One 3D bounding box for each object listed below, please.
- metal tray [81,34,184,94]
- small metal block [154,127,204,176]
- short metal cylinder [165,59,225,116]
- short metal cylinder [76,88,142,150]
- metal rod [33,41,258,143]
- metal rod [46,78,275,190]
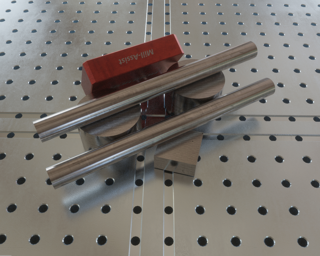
[{"bbox_3d":[-0.041,-0.081,0.431,0.131,0.090,0.030,-23,86,-19],"label":"metal tray"},{"bbox_3d":[0.024,0.027,0.384,0.050,0.025,0.050,12,51,9],"label":"small metal block"},{"bbox_3d":[0.047,-0.052,0.436,0.081,0.050,0.080,0,50,0],"label":"short metal cylinder"},{"bbox_3d":[-0.063,-0.005,0.395,0.081,0.050,0.080,0,50,0],"label":"short metal cylinder"},{"bbox_3d":[-0.002,-0.053,0.385,0.302,0.025,0.025,-24,54,-19],"label":"metal rod"},{"bbox_3d":[0.016,-0.002,0.375,0.302,0.025,0.025,-23,54,-19],"label":"metal rod"}]
